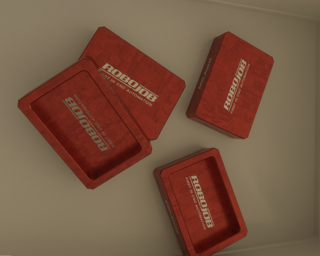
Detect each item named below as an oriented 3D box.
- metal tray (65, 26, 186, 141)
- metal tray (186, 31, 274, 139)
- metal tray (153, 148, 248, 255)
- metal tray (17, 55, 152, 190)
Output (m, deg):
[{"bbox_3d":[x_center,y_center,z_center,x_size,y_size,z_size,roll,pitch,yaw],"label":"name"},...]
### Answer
[{"bbox_3d":[-0.043,-0.053,0.392,0.130,0.030,0.090,31,80,-17],"label":"metal tray"},{"bbox_3d":[0.102,-0.059,0.445,0.090,0.030,0.130,24,82,-19],"label":"metal tray"},{"bbox_3d":[0.056,0.102,0.421,0.091,0.030,0.129,-20,92,-19],"label":"metal tray"},{"bbox_3d":[-0.080,-0.004,0.353,0.090,0.030,0.130,-33,110,3],"label":"metal tray"}]
